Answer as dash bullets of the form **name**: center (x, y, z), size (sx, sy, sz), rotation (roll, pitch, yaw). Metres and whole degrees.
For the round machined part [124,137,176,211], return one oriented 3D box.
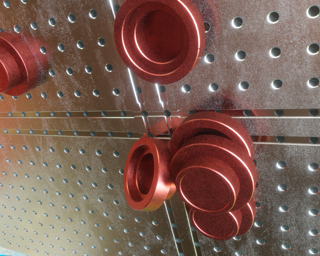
- **round machined part**: center (-0.009, 0.063, 0.422), size (0.042, 0.098, 0.097), rotation (12, 137, -30)

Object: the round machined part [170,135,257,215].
- **round machined part**: center (0.057, 0.060, 0.353), size (0.098, 0.042, 0.097), rotation (13, 124, 20)

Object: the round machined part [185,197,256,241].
- **round machined part**: center (0.080, 0.117, 0.431), size (0.098, 0.042, 0.097), rotation (13, 124, 21)

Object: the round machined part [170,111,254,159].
- **round machined part**: center (0.066, 0.023, 0.380), size (0.098, 0.042, 0.097), rotation (13, 124, 21)

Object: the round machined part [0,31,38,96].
- **round machined part**: center (-0.240, -0.092, 0.471), size (0.098, 0.042, 0.097), rotation (13, 124, 21)

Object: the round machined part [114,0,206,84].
- **round machined part**: center (0.003, -0.101, 0.337), size (0.098, 0.042, 0.097), rotation (13, 124, 21)
